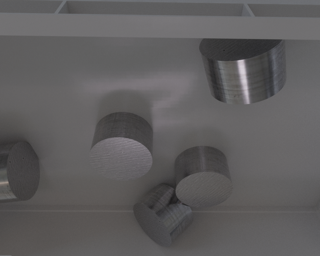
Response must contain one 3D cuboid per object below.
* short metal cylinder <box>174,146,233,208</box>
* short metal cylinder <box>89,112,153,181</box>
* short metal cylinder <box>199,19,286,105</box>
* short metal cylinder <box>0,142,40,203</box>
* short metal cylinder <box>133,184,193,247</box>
[{"bbox_3d":[0.062,0.072,0.455,0.081,0.050,0.079,0,130,0],"label":"short metal cylinder"},{"bbox_3d":[-0.050,0.025,0.414,0.081,0.050,0.079,0,130,0],"label":"short metal cylinder"},{"bbox_3d":[0.085,-0.068,0.315,0.080,0.080,0.050,-13,129,10],"label":"short metal cylinder"},{"bbox_3d":[-0.208,0.061,0.423,0.050,0.080,0.080,-8,130,6],"label":"short metal cylinder"},{"bbox_3d":[0.005,0.135,0.480,0.080,0.050,0.079,31,139,32],"label":"short metal cylinder"}]
